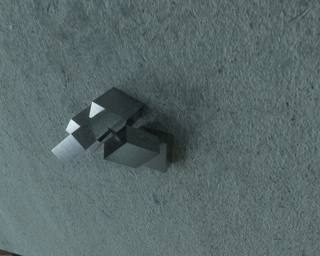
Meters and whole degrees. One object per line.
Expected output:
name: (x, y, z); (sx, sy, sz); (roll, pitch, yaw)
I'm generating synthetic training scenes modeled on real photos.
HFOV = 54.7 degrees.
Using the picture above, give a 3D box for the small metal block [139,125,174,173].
small metal block: (-0.010, 0.029, 0.430); (0.050, 0.025, 0.050); (15, 125, 19)

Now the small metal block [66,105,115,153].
small metal block: (-0.095, -0.001, 0.440); (0.050, 0.050, 0.025); (39, 129, 2)

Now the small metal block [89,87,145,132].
small metal block: (-0.055, -0.024, 0.405); (0.050, 0.050, 0.025); (28, 128, 10)

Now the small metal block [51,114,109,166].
small metal block: (-0.099, 0.015, 0.387); (0.050, 0.050, 0.025); (-33, 100, 38)

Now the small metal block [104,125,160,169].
small metal block: (-0.036, 0.025, 0.393); (0.050, 0.025, 0.050); (22, 139, -35)
